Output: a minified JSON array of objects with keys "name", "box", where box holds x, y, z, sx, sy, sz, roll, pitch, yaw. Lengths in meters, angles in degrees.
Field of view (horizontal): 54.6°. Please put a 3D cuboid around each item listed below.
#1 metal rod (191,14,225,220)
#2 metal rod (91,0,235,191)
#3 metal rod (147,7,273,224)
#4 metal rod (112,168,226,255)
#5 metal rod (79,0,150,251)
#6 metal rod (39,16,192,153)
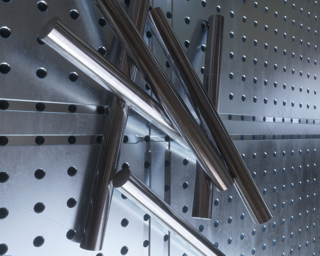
[{"name":"metal rod","box":[0.070,-0.028,0.433,0.025,0.025,0.299,23,66,-38]},{"name":"metal rod","box":[-0.001,-0.053,0.360,0.025,0.025,0.299,-40,101,-33]},{"name":"metal rod","box":[0.061,-0.017,0.396,0.025,0.025,0.299,-26,87,-37]},{"name":"metal rod","box":[0.040,0.147,0.426,0.300,0.025,0.025,48,61,-34]},{"name":"metal rod","box":[-0.051,-0.013,0.365,0.025,0.025,0.299,17,79,-39]},{"name":"metal rod","box":[-0.009,-0.021,0.372,0.301,0.025,0.025,37,67,-43]}]
